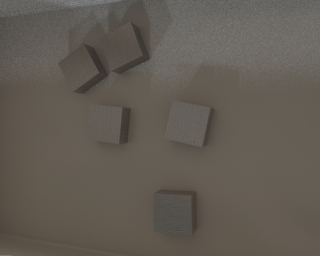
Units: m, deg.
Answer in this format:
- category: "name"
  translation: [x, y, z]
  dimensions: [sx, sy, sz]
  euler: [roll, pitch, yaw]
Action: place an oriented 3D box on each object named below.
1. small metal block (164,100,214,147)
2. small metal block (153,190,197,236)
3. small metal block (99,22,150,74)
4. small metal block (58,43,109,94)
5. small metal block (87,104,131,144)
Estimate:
- category: "small metal block"
  translation: [0.038, -0.006, 0.397]
  dimensions: [0.050, 0.025, 0.050]
  euler: [13, 94, 19]
- category: "small metal block"
  translation: [0.020, 0.109, 0.403]
  dimensions: [0.050, 0.025, 0.050]
  euler: [-1, 90, 20]
- category: "small metal block"
  translation: [-0.049, -0.109, 0.428]
  dimensions: [0.050, 0.025, 0.050]
  euler: [-22, 83, 18]
- category: "small metal block"
  translation: [-0.112, -0.085, 0.450]
  dimensions: [0.050, 0.025, 0.050]
  euler: [-32, 80, 17]
- category: "small metal block"
  translation: [-0.072, -0.006, 0.436]
  dimensions: [0.050, 0.025, 0.050]
  euler: [6, 92, 19]
